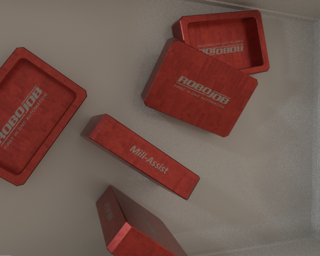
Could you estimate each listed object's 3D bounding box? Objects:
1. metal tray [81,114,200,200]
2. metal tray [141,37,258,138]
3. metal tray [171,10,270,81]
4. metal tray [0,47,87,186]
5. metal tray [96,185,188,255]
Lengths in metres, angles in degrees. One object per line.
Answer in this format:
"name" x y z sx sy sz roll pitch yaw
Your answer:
"metal tray" -0.026 0.033 0.367 0.130 0.090 0.030 35 79 -17
"metal tray" 0.052 -0.051 0.411 0.131 0.030 0.089 21 105 -19
"metal tray" 0.089 -0.115 0.441 0.131 0.030 0.089 -13 94 -20
"metal tray" -0.157 -0.013 0.350 0.090 0.030 0.130 36 78 -17
"metal tray" -0.022 0.117 0.346 0.090 0.130 0.030 39 84 -16
